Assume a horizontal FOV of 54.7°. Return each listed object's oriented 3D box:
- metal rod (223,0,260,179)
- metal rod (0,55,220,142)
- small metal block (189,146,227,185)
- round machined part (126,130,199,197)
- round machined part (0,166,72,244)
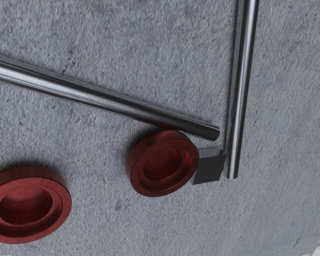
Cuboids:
[{"bbox_3d":[0.112,-0.048,0.438,0.025,0.025,0.298,-16,125,-19],"label":"metal rod"},{"bbox_3d":[-0.041,-0.026,0.368,0.302,0.025,0.025,15,110,-35],"label":"metal rod"},{"bbox_3d":[0.071,0.058,0.482,0.050,0.025,0.050,-5,121,-26],"label":"small metal block"},{"bbox_3d":[0.000,0.044,0.421,0.099,0.042,0.097,-14,127,-19],"label":"round machined part"},{"bbox_3d":[-0.157,0.084,0.362,0.099,0.042,0.097,-14,124,-21],"label":"round machined part"}]
